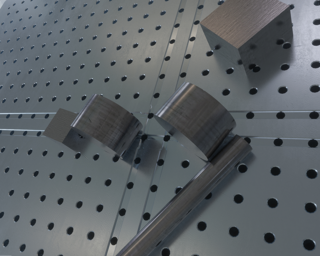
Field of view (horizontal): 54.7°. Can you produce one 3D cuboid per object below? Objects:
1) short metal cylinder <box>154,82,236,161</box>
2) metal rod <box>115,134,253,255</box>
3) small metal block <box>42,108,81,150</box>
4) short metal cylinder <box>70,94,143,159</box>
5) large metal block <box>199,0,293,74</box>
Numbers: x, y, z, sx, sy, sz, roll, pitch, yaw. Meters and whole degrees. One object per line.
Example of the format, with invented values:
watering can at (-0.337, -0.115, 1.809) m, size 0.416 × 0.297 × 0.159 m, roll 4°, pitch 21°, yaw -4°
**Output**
short metal cylinder at (0.039, -0.007, 0.357) m, size 0.050 × 0.080 × 0.080 m, roll -49°, pitch 52°, yaw -6°
metal rod at (-0.012, 0.121, 0.340) m, size 0.300 × 0.025 × 0.025 m, roll -45°, pitch 51°, yaw -3°
small metal block at (-0.147, 0.001, 0.485) m, size 0.050 × 0.025 × 0.050 m, roll 17°, pitch 71°, yaw 34°
short metal cylinder at (-0.070, -0.001, 0.410) m, size 0.080 × 0.080 × 0.050 m, roll 22°, pitch 74°, yaw 36°
large metal block at (0.114, -0.132, 0.413) m, size 0.080 × 0.050 × 0.080 m, roll -40°, pitch 51°, yaw 1°
